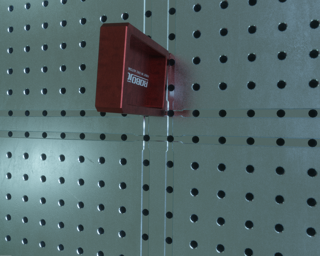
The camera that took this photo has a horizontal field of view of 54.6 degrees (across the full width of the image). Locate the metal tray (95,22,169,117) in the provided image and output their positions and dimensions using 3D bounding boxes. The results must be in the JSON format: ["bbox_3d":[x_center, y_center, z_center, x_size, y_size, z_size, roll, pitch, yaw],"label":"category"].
[{"bbox_3d":[-0.026,-0.060,0.367,0.030,0.130,0.090,5,92,20],"label":"metal tray"}]
